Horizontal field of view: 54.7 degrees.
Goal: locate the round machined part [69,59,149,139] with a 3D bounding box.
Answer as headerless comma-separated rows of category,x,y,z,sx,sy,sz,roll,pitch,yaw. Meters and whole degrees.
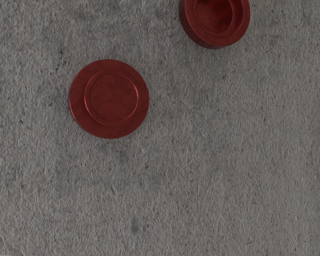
round machined part,-0.060,-0.035,0.378,0.099,0.042,0.097,0,90,-20

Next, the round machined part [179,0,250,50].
round machined part,0.070,-0.156,0.425,0.099,0.042,0.097,0,90,-20
